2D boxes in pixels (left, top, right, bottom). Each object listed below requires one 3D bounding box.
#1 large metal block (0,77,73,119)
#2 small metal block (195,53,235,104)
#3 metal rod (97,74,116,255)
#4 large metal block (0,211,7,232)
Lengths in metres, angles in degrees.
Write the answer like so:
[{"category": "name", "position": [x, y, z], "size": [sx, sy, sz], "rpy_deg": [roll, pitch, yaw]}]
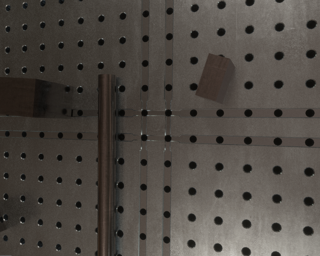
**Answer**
[{"category": "large metal block", "position": [-0.185, -0.042, 0.447], "size": [0.080, 0.080, 0.050], "rpy_deg": [6, 92, 19]}, {"category": "small metal block", "position": [0.068, -0.058, 0.375], "size": [0.025, 0.050, 0.050], "rpy_deg": [20, 97, 18]}, {"category": "metal rod", "position": [-0.075, 0.075, 0.437], "size": [0.025, 0.025, 0.298], "rpy_deg": [0, 90, 19]}, {"category": "large metal block", "position": [-0.311, 0.164, 0.491], "size": [0.080, 0.080, 0.050], "rpy_deg": [-29, 81, 17]}]
